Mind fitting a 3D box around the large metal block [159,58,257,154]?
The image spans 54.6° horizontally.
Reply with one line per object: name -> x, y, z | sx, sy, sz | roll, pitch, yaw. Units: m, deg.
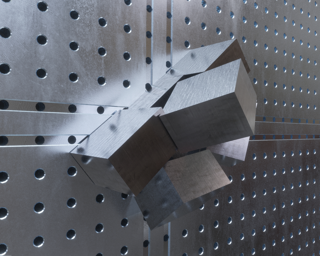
large metal block -> 0.056, -0.025, 0.337 | 0.050, 0.080, 0.080 | 60, 31, -23

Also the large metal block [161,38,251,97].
large metal block -> 0.062, -0.073, 0.424 | 0.080, 0.080, 0.050 | -47, 119, -30

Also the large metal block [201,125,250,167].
large metal block -> 0.093, 0.007, 0.441 | 0.050, 0.080, 0.080 | 15, 77, 3

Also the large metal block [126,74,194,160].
large metal block -> 0.010, -0.011, 0.402 | 0.080, 0.050, 0.080 | -47, 118, -30

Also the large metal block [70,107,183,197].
large metal block -> -0.037, 0.022, 0.340 | 0.080, 0.080, 0.050 | -46, 118, -30

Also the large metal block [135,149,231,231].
large metal block -> 0.026, 0.076, 0.385 | 0.081, 0.080, 0.050 | -11, 61, -39
